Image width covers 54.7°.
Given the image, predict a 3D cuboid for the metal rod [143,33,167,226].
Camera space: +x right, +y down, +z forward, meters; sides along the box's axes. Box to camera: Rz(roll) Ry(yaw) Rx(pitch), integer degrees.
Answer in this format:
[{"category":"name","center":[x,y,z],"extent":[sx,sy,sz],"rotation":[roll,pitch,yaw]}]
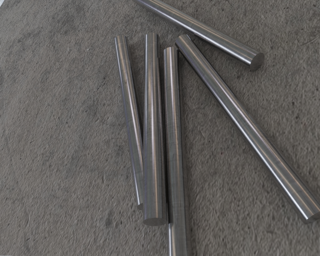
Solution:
[{"category":"metal rod","center":[-0.009,-0.023,0.409],"extent":[0.025,0.025,0.300],"rotation":[-16,51,19]}]

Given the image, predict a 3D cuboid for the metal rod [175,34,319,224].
[{"category":"metal rod","center":[0.088,-0.025,0.372],"extent":[0.025,0.025,0.300],"rotation":[-33,51,7]}]

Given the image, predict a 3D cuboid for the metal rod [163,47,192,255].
[{"category":"metal rod","center":[0.018,0.015,0.384],"extent":[0.025,0.025,0.299],"rotation":[-14,56,20]}]

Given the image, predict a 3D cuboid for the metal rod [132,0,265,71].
[{"category":"metal rod","center":[0.040,-0.165,0.484],"extent":[0.025,0.025,0.300],"rotation":[-44,51,-2]}]

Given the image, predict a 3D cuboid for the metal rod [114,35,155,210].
[{"category":"metal rod","center":[-0.040,-0.030,0.443],"extent":[0.025,0.025,0.299],"rotation":[-23,53,14]}]
